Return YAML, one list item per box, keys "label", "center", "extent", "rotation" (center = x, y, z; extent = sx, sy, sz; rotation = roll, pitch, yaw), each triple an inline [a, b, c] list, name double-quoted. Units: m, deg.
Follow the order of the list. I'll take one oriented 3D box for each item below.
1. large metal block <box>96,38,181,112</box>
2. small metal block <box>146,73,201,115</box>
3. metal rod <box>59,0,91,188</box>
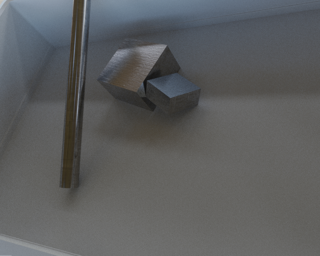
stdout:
- label: "large metal block"
  center: [-0.030, -0.079, 0.453]
  extent: [0.080, 0.050, 0.080]
  rotation: [21, 73, 35]
- label: "small metal block"
  center: [0.017, -0.046, 0.408]
  extent: [0.050, 0.025, 0.050]
  rotation: [-20, 44, -31]
- label: "metal rod"
  center: [-0.118, -0.068, 0.436]
  extent: [0.025, 0.025, 0.298]
  rotation: [0, 84, 28]
